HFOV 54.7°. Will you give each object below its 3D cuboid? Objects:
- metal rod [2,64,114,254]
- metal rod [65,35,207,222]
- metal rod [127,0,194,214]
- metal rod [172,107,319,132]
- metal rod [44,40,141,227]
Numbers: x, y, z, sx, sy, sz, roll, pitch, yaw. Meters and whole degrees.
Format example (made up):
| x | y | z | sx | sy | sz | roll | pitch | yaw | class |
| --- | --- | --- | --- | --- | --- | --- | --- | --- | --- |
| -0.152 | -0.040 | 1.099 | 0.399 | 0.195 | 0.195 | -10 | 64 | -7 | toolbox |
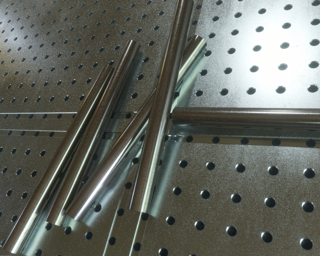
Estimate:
| x | y | z | sx | sy | sz | roll | pitch | yaw | class |
| --- | --- | --- | --- | --- | --- | --- | --- | --- | --- |
| -0.139 | 0.033 | 0.458 | 0.025 | 0.025 | 0.300 | 11 | 67 | 32 | metal rod |
| -0.026 | -0.007 | 0.424 | 0.025 | 0.025 | 0.300 | 26 | 76 | 36 | metal rod |
| 0.006 | -0.042 | 0.405 | 0.025 | 0.025 | 0.299 | 3 | 71 | 29 | metal rod |
| 0.152 | -0.009 | 0.333 | 0.300 | 0.025 | 0.025 | 3 | 63 | 29 | metal rod |
| -0.091 | -0.006 | 0.457 | 0.025 | 0.025 | 0.300 | 6 | 65 | 30 | metal rod |
